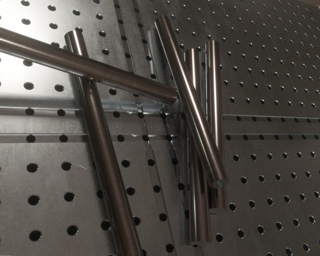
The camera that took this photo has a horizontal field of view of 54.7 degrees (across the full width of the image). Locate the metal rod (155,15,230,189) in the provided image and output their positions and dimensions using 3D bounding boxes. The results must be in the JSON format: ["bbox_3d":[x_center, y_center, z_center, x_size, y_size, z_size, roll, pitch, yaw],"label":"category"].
[{"bbox_3d":[0.037,-0.057,0.442,0.025,0.025,0.299,3,53,-27],"label":"metal rod"}]

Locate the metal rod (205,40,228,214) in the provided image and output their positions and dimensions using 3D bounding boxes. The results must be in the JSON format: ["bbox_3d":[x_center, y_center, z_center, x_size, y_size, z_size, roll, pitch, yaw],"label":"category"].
[{"bbox_3d":[0.082,-0.021,0.467,0.025,0.025,0.300,18,55,-19],"label":"metal rod"}]

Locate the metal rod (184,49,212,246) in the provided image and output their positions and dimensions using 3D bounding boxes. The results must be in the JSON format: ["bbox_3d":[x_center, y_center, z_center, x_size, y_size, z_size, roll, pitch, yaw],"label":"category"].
[{"bbox_3d":[0.050,0.005,0.433,0.025,0.025,0.299,15,56,-21],"label":"metal rod"}]

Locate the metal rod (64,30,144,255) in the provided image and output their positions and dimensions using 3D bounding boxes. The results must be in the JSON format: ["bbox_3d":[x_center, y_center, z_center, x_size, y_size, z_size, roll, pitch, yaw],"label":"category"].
[{"bbox_3d":[-0.072,0.007,0.365,0.025,0.025,0.299,-5,64,-31],"label":"metal rod"}]

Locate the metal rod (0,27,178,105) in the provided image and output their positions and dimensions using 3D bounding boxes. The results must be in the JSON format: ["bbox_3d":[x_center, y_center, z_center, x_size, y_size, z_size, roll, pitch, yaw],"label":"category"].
[{"bbox_3d":[-0.107,-0.077,0.358,0.302,0.025,0.025,14,55,-32],"label":"metal rod"}]
